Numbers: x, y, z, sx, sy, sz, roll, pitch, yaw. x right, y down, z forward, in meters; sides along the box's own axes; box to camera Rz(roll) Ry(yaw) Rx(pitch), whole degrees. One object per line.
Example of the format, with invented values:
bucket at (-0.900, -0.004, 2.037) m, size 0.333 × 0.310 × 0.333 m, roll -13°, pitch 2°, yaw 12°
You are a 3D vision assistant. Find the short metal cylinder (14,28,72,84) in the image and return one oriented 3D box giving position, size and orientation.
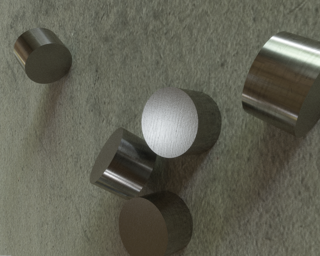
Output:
short metal cylinder at (-0.199, -0.123, 0.530) m, size 0.050 × 0.081 × 0.080 m, roll 49°, pitch 119°, yaw 29°

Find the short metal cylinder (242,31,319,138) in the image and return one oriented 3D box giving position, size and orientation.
short metal cylinder at (0.117, -0.038, 0.272) m, size 0.050 × 0.081 × 0.079 m, roll 33°, pitch 110°, yaw 35°

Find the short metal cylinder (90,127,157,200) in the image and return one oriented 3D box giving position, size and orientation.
short metal cylinder at (-0.048, 0.046, 0.400) m, size 0.080 × 0.050 × 0.080 m, roll -49°, pitch 22°, yaw 27°

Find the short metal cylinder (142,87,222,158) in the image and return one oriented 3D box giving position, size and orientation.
short metal cylinder at (0.025, -0.006, 0.367) m, size 0.080 × 0.050 × 0.079 m, roll 0°, pitch 90°, yaw 39°

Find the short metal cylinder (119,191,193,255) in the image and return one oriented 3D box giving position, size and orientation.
short metal cylinder at (-0.006, 0.123, 0.392) m, size 0.080 × 0.050 × 0.079 m, roll 0°, pitch 90°, yaw 39°
